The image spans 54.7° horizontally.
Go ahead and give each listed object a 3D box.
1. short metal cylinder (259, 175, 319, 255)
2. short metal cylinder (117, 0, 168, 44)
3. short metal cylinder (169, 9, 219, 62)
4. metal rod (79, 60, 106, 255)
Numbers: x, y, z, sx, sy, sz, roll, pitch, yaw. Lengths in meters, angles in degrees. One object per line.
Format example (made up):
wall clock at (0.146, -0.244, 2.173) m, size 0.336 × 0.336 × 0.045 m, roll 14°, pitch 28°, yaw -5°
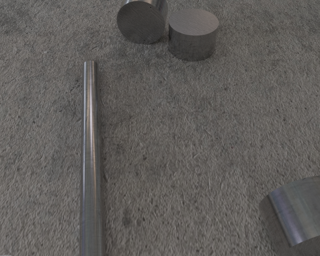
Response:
short metal cylinder at (0.143, 0.088, 0.295) m, size 0.081 × 0.080 × 0.050 m, roll -8°, pitch 51°, yaw -7°
short metal cylinder at (-0.029, -0.191, 0.528) m, size 0.080 × 0.080 × 0.050 m, roll 5°, pitch 50°, yaw 4°
short metal cylinder at (0.055, -0.156, 0.519) m, size 0.081 × 0.050 × 0.080 m, roll 0°, pitch 50°, yaw 0°
metal rod at (-0.086, 0.018, 0.387) m, size 0.025 × 0.025 × 0.300 m, roll -6°, pitch 50°, yaw -6°
